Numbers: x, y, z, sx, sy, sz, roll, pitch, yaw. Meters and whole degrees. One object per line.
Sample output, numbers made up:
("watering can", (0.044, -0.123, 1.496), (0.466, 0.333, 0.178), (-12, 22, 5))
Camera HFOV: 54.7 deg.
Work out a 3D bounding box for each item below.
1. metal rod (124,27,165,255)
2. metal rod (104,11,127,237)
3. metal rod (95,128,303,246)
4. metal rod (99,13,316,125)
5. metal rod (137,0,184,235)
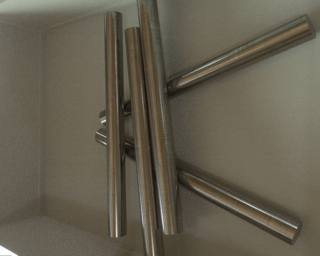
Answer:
("metal rod", (-0.019, 0.023, 0.386), (0.025, 0.025, 0.298), (-9, 84, 39))
("metal rod", (-0.060, -0.006, 0.420), (0.025, 0.025, 0.298), (-2, 88, 39))
("metal rod", (0.021, 0.057, 0.387), (0.300, 0.025, 0.025), (22, 104, 37))
("metal rod", (0.029, -0.055, 0.380), (0.299, 0.025, 0.025), (-20, 78, 38))
("metal rod", (-0.002, -0.028, 0.372), (0.025, 0.025, 0.298), (-11, 83, 39))
